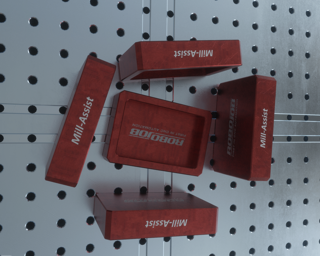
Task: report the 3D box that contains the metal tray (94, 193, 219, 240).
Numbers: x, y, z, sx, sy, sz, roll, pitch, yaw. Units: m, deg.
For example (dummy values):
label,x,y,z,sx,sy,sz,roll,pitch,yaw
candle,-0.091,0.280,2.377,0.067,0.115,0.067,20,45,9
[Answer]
label,x,y,z,sx,sy,sz,roll,pitch,yaw
metal tray,-0.008,0.102,0.375,0.131,0.090,0.030,4,89,-20

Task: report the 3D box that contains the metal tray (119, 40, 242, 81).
label,x,y,z,sx,sy,sz,roll,pitch,yaw
metal tray,0.023,-0.083,0.385,0.131,0.090,0.030,-7,93,-20

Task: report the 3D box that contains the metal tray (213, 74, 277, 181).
label,x,y,z,sx,sy,sz,roll,pitch,yaw
metal tray,0.111,0.000,0.418,0.030,0.090,0.129,5,88,-20

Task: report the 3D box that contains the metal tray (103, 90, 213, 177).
label,x,y,z,sx,sy,sz,roll,pitch,yaw
metal tray,-0.001,0.009,0.408,0.131,0.030,0.090,12,86,-20

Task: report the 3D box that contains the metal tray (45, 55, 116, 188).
label,x,y,z,sx,sy,sz,roll,pitch,yaw
metal tray,-0.091,-0.007,0.344,0.030,0.090,0.130,19,83,-19
